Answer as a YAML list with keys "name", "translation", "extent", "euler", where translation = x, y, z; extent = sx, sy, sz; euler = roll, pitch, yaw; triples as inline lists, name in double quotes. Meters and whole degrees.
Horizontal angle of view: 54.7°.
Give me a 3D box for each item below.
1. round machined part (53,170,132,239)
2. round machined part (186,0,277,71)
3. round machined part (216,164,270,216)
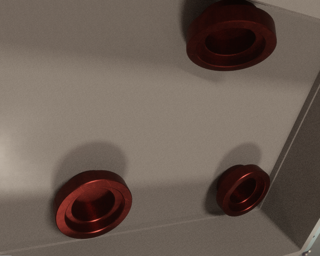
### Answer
- name: "round machined part"
  translation: [-0.090, 0.095, 0.408]
  extent: [0.099, 0.042, 0.097]
  euler: [-14, 125, -21]
- name: "round machined part"
  translation: [0.079, -0.108, 0.354]
  extent: [0.099, 0.098, 0.042]
  euler: [16, 66, -35]
- name: "round machined part"
  translation: [0.139, 0.103, 0.540]
  extent: [0.099, 0.042, 0.097]
  euler: [-14, 125, -21]
